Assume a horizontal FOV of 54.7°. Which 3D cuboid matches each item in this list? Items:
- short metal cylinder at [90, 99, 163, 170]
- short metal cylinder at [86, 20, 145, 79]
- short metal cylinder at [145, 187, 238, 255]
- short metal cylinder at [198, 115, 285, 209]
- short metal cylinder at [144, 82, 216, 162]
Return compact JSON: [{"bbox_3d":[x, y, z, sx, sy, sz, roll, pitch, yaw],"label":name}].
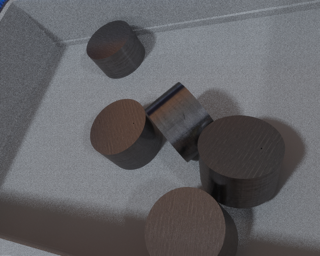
[{"bbox_3d":[-0.043,0.009,0.407,0.080,0.050,0.080,-13,56,21],"label":"short metal cylinder"},{"bbox_3d":[-0.071,-0.128,0.506,0.080,0.050,0.080,-13,56,21],"label":"short metal cylinder"},{"bbox_3d":[0.032,0.105,0.308,0.080,0.050,0.080,-13,56,21],"label":"short metal cylinder"},{"bbox_3d":[0.080,0.033,0.312,0.080,0.050,0.080,-5,45,6],"label":"short metal cylinder"},{"bbox_3d":[0.027,-0.007,0.361,0.050,0.080,0.080,-39,51,2],"label":"short metal cylinder"}]
